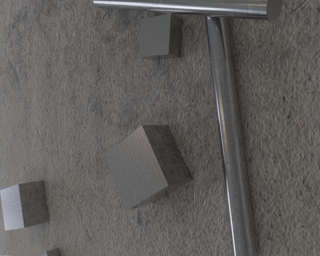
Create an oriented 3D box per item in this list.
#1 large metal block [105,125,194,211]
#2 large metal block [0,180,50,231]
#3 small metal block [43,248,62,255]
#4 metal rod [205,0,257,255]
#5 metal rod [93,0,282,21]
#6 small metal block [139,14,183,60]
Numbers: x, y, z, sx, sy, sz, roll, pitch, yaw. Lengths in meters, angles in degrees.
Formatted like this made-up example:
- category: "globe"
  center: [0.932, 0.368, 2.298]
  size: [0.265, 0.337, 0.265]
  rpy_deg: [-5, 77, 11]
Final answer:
- category: "large metal block"
  center: [-0.016, 0.051, 0.402]
  size: [0.080, 0.050, 0.080]
  rpy_deg: [-38, 67, 33]
- category: "large metal block"
  center: [-0.267, 0.152, 0.609]
  size: [0.080, 0.050, 0.080]
  rpy_deg: [-20, 77, 38]
- category: "small metal block"
  center: [-0.200, 0.258, 0.570]
  size: [0.050, 0.025, 0.050]
  rpy_deg: [-48, 62, 29]
- category: "metal rod"
  center: [0.076, -0.008, 0.342]
  size: [0.025, 0.025, 0.298]
  rpy_deg: [-10, 84, 39]
- category: "metal rod"
  center: [0.004, -0.154, 0.377]
  size: [0.300, 0.025, 0.025]
  rpy_deg: [25, 106, 44]
- category: "small metal block"
  center: [0.001, -0.117, 0.404]
  size: [0.050, 0.025, 0.050]
  rpy_deg: [5, 93, 39]
